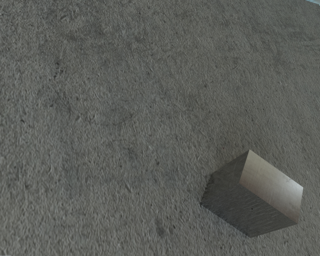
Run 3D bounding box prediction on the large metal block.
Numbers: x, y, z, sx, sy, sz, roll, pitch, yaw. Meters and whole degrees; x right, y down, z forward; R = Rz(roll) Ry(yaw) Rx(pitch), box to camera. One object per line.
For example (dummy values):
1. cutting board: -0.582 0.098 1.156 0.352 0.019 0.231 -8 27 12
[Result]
1. large metal block: 0.109 0.083 0.377 0.080 0.080 0.050 35 51 -5
